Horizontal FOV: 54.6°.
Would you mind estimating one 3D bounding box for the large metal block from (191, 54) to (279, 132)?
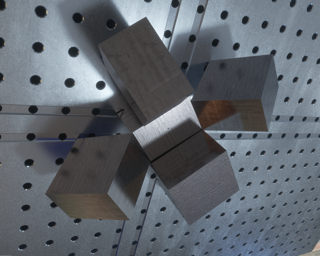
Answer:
[{"bbox_3d":[0.094,-0.042,0.380,0.080,0.080,0.050,-63,140,-36],"label":"large metal block"}]

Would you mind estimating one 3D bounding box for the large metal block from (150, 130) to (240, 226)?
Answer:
[{"bbox_3d":[0.046,0.063,0.392,0.080,0.050,0.080,-33,130,-8],"label":"large metal block"}]

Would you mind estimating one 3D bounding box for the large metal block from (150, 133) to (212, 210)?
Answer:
[{"bbox_3d":[0.034,0.057,0.447,0.080,0.050,0.080,-33,128,-8],"label":"large metal block"}]

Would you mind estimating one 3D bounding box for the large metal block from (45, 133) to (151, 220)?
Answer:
[{"bbox_3d":[-0.067,0.055,0.353,0.080,0.080,0.050,-6,133,25],"label":"large metal block"}]

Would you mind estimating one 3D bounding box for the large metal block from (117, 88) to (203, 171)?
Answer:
[{"bbox_3d":[0.005,0.000,0.397,0.080,0.050,0.080,-33,129,-7],"label":"large metal block"}]

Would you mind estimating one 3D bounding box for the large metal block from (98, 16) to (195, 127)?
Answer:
[{"bbox_3d":[-0.015,-0.051,0.315,0.050,0.080,0.080,-33,90,-7],"label":"large metal block"}]
